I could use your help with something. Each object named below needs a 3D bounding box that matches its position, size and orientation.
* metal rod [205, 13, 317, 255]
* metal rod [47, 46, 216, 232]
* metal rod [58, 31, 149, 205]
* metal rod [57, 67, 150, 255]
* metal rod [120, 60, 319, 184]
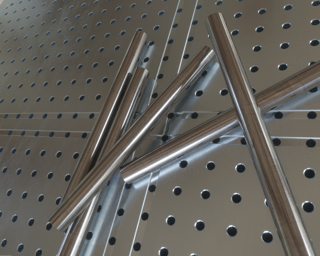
[{"bbox_3d":[0.098,-0.007,0.332,0.025,0.025,0.299,-20,63,16],"label":"metal rod"},{"bbox_3d":[-0.027,0.004,0.399,0.025,0.025,0.300,30,72,37],"label":"metal rod"},{"bbox_3d":[-0.077,-0.022,0.460,0.025,0.025,0.300,6,64,30],"label":"metal rod"},{"bbox_3d":[-0.072,0.046,0.416,0.025,0.025,0.300,5,64,30],"label":"metal rod"},{"bbox_3d":[0.086,-0.011,0.368,0.301,0.025,0.025,-29,52,9],"label":"metal rod"}]
